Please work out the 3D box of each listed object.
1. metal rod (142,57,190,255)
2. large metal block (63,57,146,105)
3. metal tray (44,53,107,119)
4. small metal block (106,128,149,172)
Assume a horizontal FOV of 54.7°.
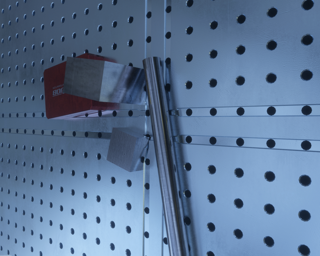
[{"bbox_3d":[0.010,0.055,0.399,0.025,0.025,0.298,-13,82,39],"label":"metal rod"},{"bbox_3d":[-0.075,-0.065,0.433,0.080,0.081,0.050,15,100,38],"label":"large metal block"},{"bbox_3d":[-0.147,-0.066,0.524,0.130,0.030,0.089,-8,85,39],"label":"metal tray"},{"bbox_3d":[-0.047,0.030,0.446,0.050,0.025,0.050,20,103,38],"label":"small metal block"}]
